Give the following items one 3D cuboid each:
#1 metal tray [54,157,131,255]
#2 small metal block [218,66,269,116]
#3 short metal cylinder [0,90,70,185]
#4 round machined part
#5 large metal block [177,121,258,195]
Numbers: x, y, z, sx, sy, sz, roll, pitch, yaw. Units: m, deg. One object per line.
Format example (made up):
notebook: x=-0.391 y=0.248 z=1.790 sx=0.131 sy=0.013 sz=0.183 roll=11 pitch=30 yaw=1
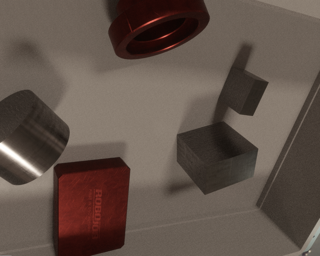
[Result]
metal tray: x=-0.091 y=0.107 z=0.410 sx=0.091 sy=0.030 sz=0.129 roll=-4 pitch=111 yaw=-27
small metal block: x=0.113 y=-0.051 z=0.425 sx=0.025 sy=0.050 sz=0.050 roll=5 pitch=116 yaw=-31
short metal cylinder: x=-0.138 y=0.009 z=0.304 sx=0.080 sy=0.080 sz=0.050 roll=-38 pitch=130 yaw=-3
round machined part: x=-0.004 y=-0.108 z=0.306 sx=0.099 sy=0.098 sz=0.042 roll=-19 pitch=86 yaw=-18
large metal block: x=0.078 y=0.039 z=0.442 sx=0.081 sy=0.080 sz=0.050 roll=-15 pitch=125 yaw=-20
